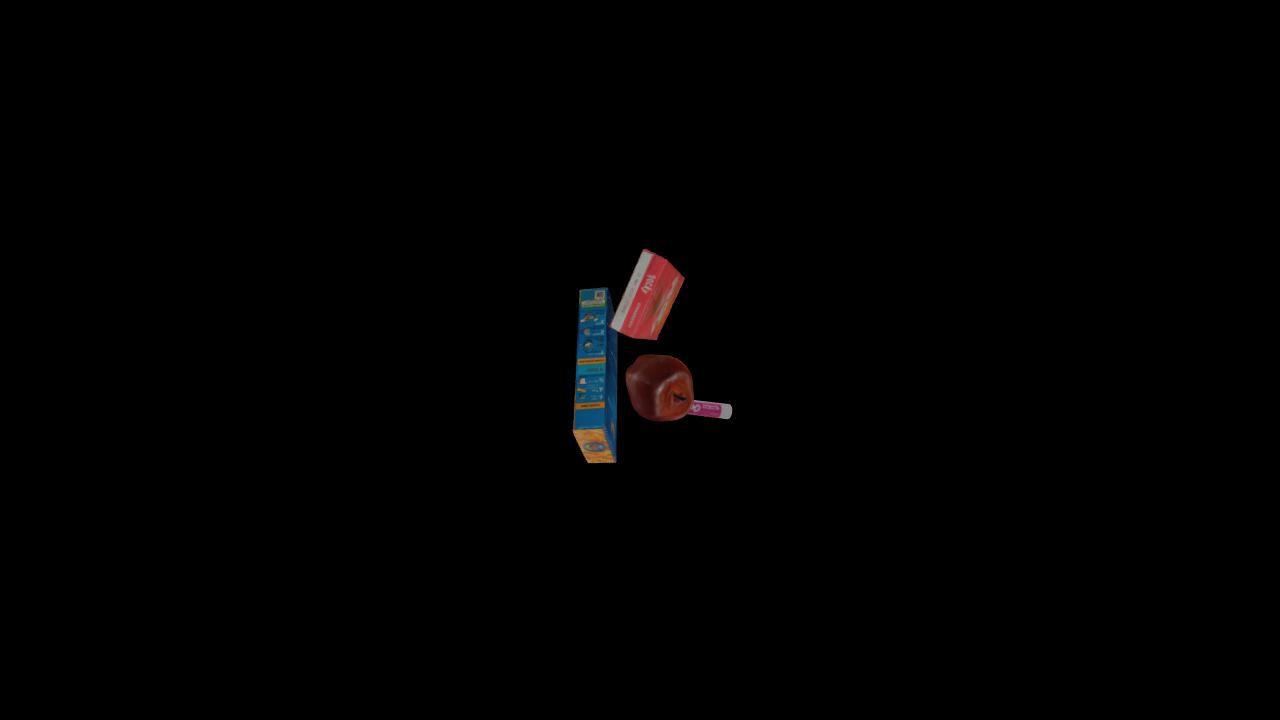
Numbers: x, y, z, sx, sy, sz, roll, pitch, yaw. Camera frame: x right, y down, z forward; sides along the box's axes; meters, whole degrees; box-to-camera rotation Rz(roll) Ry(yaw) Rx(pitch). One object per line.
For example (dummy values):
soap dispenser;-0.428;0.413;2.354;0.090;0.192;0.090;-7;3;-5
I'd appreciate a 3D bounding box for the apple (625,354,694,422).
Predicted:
apple;0.023;0.032;0.716;0.079;0.079;0.093;0;17;-33

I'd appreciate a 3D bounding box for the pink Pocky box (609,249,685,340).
pink Pocky box;0.012;-0.064;0.659;0.029;0.084;0.155;26;5;9

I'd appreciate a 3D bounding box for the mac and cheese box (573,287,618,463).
mac and cheese box;-0.049;0.017;0.715;0.041;0.184;0.093;-3;-32;4

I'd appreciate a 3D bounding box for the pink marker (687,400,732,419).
pink marker;0.052;0.054;0.726;0.121;0.020;0.020;9;-3;-20
